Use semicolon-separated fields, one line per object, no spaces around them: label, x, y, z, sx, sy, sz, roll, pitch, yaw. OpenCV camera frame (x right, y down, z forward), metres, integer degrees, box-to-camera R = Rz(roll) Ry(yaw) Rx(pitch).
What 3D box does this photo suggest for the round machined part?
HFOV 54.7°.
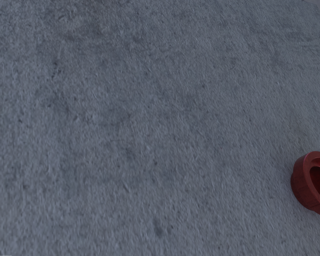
round machined part;0.241;0.088;0.472;0.099;0.042;0.098;14;56;-21
